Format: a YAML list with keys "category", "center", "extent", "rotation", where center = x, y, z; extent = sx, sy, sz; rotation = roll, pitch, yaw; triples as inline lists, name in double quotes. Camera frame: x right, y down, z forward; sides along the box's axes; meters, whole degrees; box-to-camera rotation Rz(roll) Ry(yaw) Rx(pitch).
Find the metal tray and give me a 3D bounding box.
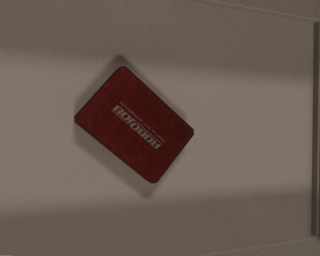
- category: "metal tray"
  center: [-0.031, -0.003, 0.397]
  extent: [0.130, 0.030, 0.090]
  rotation: [42, 77, -16]
